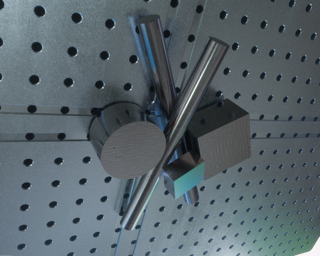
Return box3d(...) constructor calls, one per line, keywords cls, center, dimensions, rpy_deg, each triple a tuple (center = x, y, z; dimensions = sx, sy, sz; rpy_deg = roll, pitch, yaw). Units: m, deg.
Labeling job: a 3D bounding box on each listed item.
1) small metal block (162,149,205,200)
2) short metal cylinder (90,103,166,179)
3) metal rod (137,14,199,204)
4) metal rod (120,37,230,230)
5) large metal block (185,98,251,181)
box3d(cls="small metal block", center=(0.033, 0.064, 0.423), dimensions=(0.050, 0.025, 0.050), rpy_deg=(-30, 144, -19))
box3d(cls="short metal cylinder", center=(-0.040, 0.016, 0.378), dimensions=(0.081, 0.050, 0.079), rpy_deg=(-14, 125, -21))
box3d(cls="metal rod", center=(0.020, 0.000, 0.417), dimensions=(0.025, 0.025, 0.298), rpy_deg=(-25, 128, -13))
box3d(cls="metal rod", center=(0.007, 0.026, 0.402), dimensions=(0.025, 0.025, 0.298), rpy_deg=(6, 123, -32))
box3d(cls="large metal block", center=(0.081, 0.016, 0.444), dimensions=(0.081, 0.050, 0.080), rpy_deg=(-25, 128, -14))
